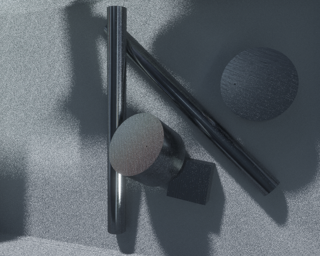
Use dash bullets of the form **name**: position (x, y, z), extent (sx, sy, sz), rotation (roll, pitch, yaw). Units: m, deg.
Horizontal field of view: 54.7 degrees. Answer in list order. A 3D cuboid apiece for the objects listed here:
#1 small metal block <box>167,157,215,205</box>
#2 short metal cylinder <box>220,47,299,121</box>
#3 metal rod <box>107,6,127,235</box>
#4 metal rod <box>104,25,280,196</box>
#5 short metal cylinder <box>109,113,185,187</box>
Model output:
- **small metal block**: position (0.040, 0.066, 0.396), extent (0.050, 0.025, 0.050), rotation (10, 93, 19)
- **short metal cylinder**: position (0.114, -0.047, 0.357), extent (0.080, 0.050, 0.079), rotation (0, 90, 19)
- **metal rod**: position (-0.058, -0.005, 0.414), extent (0.025, 0.025, 0.298), rotation (3, 97, 19)
- **metal rod**: position (0.031, -0.034, 0.398), extent (0.300, 0.025, 0.025), rotation (47, 104, 13)
- **short metal cylinder**: position (-0.016, 0.028, 0.385), extent (0.080, 0.050, 0.080), rotation (-16, 58, 28)
